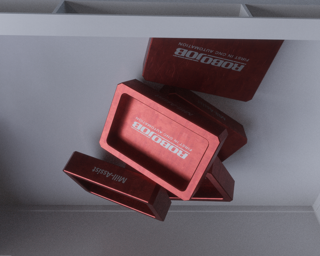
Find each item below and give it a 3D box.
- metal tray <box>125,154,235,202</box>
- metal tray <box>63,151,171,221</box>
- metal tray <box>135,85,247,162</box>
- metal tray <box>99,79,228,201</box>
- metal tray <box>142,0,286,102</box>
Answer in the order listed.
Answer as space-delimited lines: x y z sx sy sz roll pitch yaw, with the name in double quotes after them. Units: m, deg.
0.026 0.069 0.429 0.130 0.030 0.090 -6 143 30 "metal tray"
-0.055 0.080 0.420 0.130 0.030 0.090 16 155 19 "metal tray"
0.038 0.005 0.411 0.131 0.030 0.090 30 124 -24 "metal tray"
-0.001 0.012 0.356 0.130 0.030 0.089 30 117 16 "metal tray"
0.054 -0.084 0.336 0.131 0.030 0.089 11 129 -10 "metal tray"
